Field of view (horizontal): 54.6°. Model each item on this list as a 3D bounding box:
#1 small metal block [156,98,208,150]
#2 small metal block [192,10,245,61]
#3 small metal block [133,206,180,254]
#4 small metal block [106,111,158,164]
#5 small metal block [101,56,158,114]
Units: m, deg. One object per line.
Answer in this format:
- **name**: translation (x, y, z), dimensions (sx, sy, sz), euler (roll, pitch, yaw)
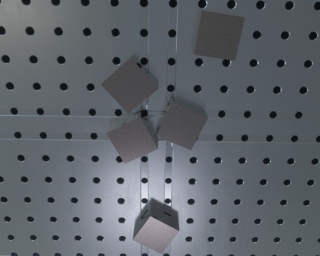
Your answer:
- **small metal block**: translation (0.028, -0.006, 0.411), dimensions (0.050, 0.025, 0.050), euler (23, 108, -8)
- **small metal block**: translation (0.069, -0.111, 0.373), dimensions (0.050, 0.025, 0.050), euler (8, 110, -3)
- **small metal block**: translation (-0.006, 0.155, 0.470), dimensions (0.050, 0.025, 0.050), euler (31, 107, -11)
- **small metal block**: translation (-0.036, 0.013, 0.418), dimensions (0.050, 0.025, 0.050), euler (-25, 108, 9)
- **small metal block**: translation (-0.037, -0.055, 0.393), dimensions (0.050, 0.025, 0.050), euler (-39, 106, 13)
